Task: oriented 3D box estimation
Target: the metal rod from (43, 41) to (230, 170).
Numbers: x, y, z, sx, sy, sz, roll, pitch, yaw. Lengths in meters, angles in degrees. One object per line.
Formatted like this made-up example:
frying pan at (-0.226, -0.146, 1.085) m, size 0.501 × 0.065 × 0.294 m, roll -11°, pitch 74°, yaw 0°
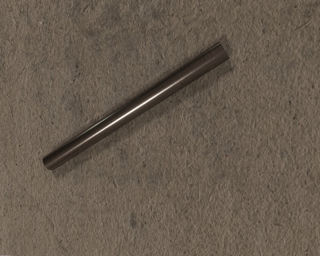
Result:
metal rod at (-0.044, -0.022, 0.423) m, size 0.300 × 0.025 × 0.025 m, roll -31°, pitch 80°, yaw 17°
